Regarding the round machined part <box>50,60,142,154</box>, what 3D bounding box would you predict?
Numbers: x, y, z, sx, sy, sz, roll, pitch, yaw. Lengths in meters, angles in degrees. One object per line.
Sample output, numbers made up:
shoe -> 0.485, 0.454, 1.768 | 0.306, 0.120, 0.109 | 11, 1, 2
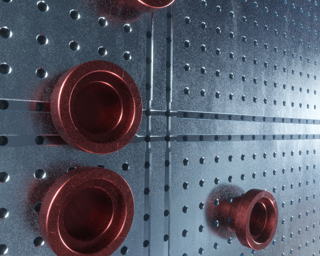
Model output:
round machined part -> -0.071, -0.021, 0.338 | 0.099, 0.042, 0.097 | 0, 90, -40

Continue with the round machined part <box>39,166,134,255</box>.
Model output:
round machined part -> -0.080, 0.089, 0.331 | 0.099, 0.042, 0.097 | 0, 90, -40

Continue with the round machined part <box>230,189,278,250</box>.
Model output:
round machined part -> 0.157, 0.152, 0.528 | 0.099, 0.042, 0.097 | 0, 90, -40

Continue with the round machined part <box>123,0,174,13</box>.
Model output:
round machined part -> -0.024, -0.190, 0.376 | 0.099, 0.042, 0.097 | 0, 90, -40
